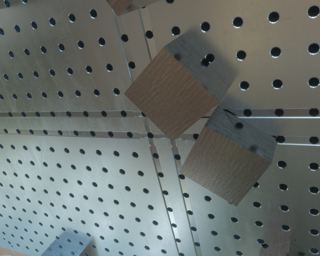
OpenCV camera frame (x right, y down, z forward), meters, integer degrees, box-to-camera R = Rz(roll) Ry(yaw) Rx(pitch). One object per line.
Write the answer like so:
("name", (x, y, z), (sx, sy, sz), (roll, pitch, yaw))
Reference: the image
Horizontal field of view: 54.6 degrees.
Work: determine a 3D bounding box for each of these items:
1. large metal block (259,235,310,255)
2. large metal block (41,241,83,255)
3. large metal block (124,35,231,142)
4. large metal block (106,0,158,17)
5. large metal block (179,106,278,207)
("large metal block", (0.175, 0.207, 0.412), (0.080, 0.080, 0.050), (47, 129, -5))
("large metal block", (-0.218, 0.315, 0.706), (0.080, 0.050, 0.080), (10, 123, 23))
("large metal block", (0.020, -0.045, 0.358), (0.080, 0.050, 0.080), (45, 129, -3))
("large metal block", (-0.028, -0.161, 0.291), (0.050, 0.080, 0.080), (-30, 102, 38))
("large metal block", (0.081, 0.034, 0.374), (0.080, 0.050, 0.079), (30, 128, 9))
